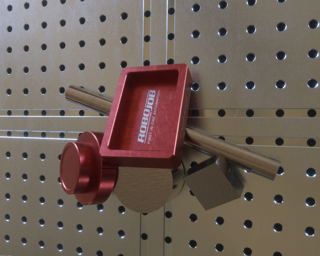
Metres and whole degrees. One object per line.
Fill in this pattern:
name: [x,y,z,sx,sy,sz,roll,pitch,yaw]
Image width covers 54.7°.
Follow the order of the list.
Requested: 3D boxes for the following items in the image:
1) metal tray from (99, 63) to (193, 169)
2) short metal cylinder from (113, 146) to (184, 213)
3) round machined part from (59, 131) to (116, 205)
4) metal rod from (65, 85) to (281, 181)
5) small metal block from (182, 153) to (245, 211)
metal tray: [-0.014,-0.017,0.379,0.090,0.030,0.130,0,61,19]
short metal cylinder: [-0.014,0.064,0.400,0.080,0.050,0.079,0,90,20]
round machined part: [-0.100,0.052,0.410,0.098,0.042,0.097,-9,78,52]
metal rod: [0.003,-0.001,0.407,0.301,0.025,0.025,21,97,18]
small metal block: [0.064,0.065,0.374,0.050,0.025,0.050,-33,95,33]
